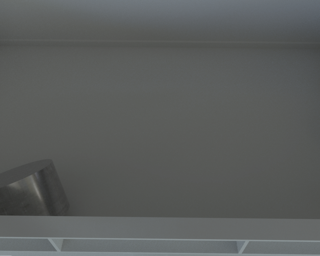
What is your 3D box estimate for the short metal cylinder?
[{"bbox_3d":[-0.136,0.069,0.303,0.080,0.050,0.080,-17,10,3],"label":"short metal cylinder"}]
